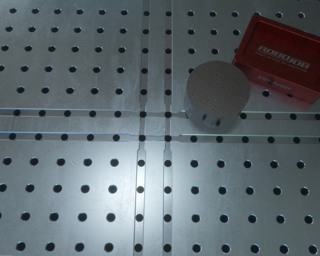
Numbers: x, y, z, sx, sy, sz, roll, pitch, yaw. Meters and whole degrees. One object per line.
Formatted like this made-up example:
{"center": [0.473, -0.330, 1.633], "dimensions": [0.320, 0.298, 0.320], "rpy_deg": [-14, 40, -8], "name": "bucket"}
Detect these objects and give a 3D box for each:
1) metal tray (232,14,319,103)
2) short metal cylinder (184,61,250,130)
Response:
{"center": [0.179, -0.102, 0.448], "dimensions": [0.130, 0.030, 0.090], "rpy_deg": [23, 71, 8], "name": "metal tray"}
{"center": [0.074, -0.042, 0.415], "dimensions": [0.081, 0.050, 0.080], "rpy_deg": [0, 70, 0], "name": "short metal cylinder"}
